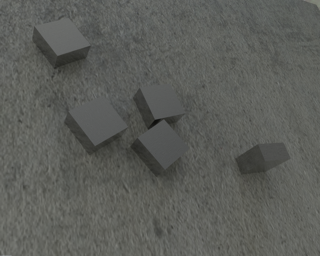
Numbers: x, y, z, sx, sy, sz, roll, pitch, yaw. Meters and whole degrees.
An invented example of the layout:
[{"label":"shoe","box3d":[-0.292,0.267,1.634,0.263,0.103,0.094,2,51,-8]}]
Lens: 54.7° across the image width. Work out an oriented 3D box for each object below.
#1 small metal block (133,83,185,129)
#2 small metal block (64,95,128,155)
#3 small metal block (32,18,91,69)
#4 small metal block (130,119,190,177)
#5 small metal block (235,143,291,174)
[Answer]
[{"label":"small metal block","box3d":[-0.001,-0.031,0.423,0.050,0.025,0.050,-13,69,-34]},{"label":"small metal block","box3d":[-0.075,-0.004,0.367,0.050,0.025,0.050,-33,80,-38]},{"label":"small metal block","box3d":[-0.128,-0.111,0.403,0.050,0.025,0.050,-32,80,-38]},{"label":"small metal block","box3d":[0.000,0.025,0.390,0.050,0.025,0.050,49,51,6]},{"label":"small metal block","box3d":[0.146,0.044,0.442,0.050,0.050,0.025,-1,63,-29]}]
